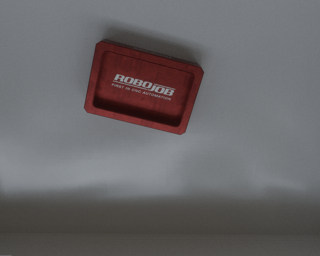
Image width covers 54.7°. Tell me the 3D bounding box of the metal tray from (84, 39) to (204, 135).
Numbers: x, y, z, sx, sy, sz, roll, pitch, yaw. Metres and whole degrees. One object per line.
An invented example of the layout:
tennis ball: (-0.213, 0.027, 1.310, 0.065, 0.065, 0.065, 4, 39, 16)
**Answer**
metal tray: (-0.021, -0.050, 0.389, 0.131, 0.030, 0.089, 14, 109, -6)
